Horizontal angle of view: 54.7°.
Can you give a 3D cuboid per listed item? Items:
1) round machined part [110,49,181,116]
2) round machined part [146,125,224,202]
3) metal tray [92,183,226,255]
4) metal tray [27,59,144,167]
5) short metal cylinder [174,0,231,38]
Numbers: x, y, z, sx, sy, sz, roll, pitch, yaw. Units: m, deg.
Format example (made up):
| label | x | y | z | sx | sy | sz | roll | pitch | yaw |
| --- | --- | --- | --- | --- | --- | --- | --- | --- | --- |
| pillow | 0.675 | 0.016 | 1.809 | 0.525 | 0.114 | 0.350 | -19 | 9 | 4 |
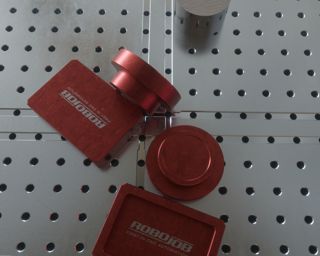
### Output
| label | x | y | z | sx | sy | sz | roll | pitch | yaw |
| --- | --- | --- | --- | --- | --- | --- | --- | --- | --- |
| round machined part | -0.024 | -0.052 | 0.393 | 0.098 | 0.098 | 0.042 | 38 | 88 | 12 |
| round machined part | 0.032 | 0.041 | 0.388 | 0.099 | 0.042 | 0.098 | 0 | 70 | -1 |
| metal tray | 0.000 | 0.130 | 0.361 | 0.131 | 0.030 | 0.090 | 20 | 71 | 6 |
| metal tray | -0.098 | -0.022 | 0.416 | 0.130 | 0.030 | 0.090 | 38 | 74 | 12 |
| short metal cylinder | 0.062 | -0.185 | 0.467 | 0.081 | 0.050 | 0.080 | 0 | 70 | 0 |
